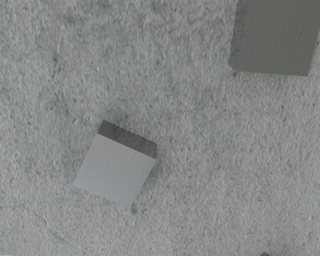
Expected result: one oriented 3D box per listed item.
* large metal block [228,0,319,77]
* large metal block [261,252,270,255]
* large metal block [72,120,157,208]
[{"bbox_3d":[0.130,-0.107,0.359,0.081,0.050,0.079,4,110,-2],"label":"large metal block"},{"bbox_3d":[0.179,0.261,0.495,0.080,0.050,0.080,32,107,-12],"label":"large metal block"},{"bbox_3d":[-0.058,0.047,0.413,0.080,0.050,0.080,25,108,-10],"label":"large metal block"}]
